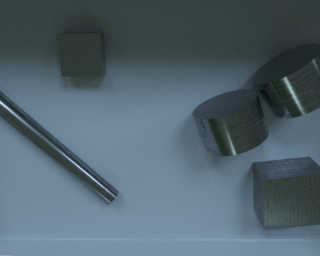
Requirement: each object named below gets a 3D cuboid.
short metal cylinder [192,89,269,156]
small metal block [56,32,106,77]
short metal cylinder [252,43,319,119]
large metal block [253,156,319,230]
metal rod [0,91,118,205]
[{"bbox_3d":[0.086,-0.008,0.380,0.080,0.080,0.050,-21,109,7],"label":"short metal cylinder"},{"bbox_3d":[-0.094,-0.090,0.377,0.050,0.025,0.050,-1,110,0],"label":"small metal block"},{"bbox_3d":[0.158,-0.055,0.364,0.080,0.080,0.050,-33,107,11],"label":"short metal cylinder"},{"bbox_3d":[0.179,0.091,0.434,0.080,0.050,0.079,-6,110,2],"label":"large metal block"},{"bbox_3d":[-0.173,0.000,0.408,0.025,0.025,0.300,-42,105,14],"label":"metal rod"}]
